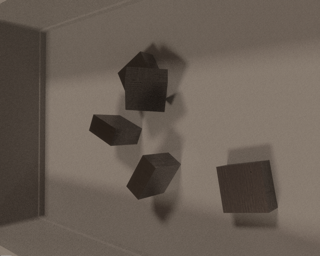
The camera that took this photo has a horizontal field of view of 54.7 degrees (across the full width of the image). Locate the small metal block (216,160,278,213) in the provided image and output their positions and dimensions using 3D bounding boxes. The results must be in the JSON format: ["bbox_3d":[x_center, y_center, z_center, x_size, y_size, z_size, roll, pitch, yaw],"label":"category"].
[{"bbox_3d":[0.092,0.063,0.330,0.050,0.025,0.050,-13,82,39],"label":"small metal block"}]

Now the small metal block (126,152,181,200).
[{"bbox_3d":[-0.008,0.060,0.395,0.025,0.050,0.050,42,115,32],"label":"small metal block"}]

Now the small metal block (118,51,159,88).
[{"bbox_3d":[-0.026,-0.068,0.426,0.050,0.025,0.050,-35,68,34],"label":"small metal block"}]

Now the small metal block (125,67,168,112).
[{"bbox_3d":[-0.017,-0.048,0.388,0.050,0.050,0.025,96,176,-48],"label":"small metal block"}]

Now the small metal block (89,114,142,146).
[{"bbox_3d":[-0.063,0.002,0.440,0.050,0.050,0.025,30,109,36],"label":"small metal block"}]
